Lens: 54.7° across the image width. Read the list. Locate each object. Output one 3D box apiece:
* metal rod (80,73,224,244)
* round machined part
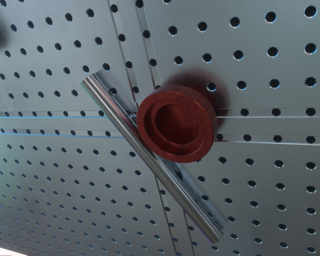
[{"bbox_3d":[-0.006,0.049,0.443,0.025,0.025,0.300,-31,102,38],"label":"metal rod"},{"bbox_3d":[0.024,-0.009,0.381,0.098,0.042,0.097,13,124,20],"label":"round machined part"}]
